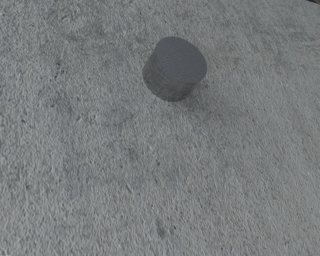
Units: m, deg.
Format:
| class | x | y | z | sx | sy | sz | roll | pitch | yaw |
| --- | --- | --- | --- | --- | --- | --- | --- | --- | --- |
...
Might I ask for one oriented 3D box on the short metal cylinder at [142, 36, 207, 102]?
| class | x | y | z | sx | sy | sz | roll | pitch | yaw |
| --- | --- | --- | --- | --- | --- | --- | --- | --- | --- |
| short metal cylinder | 0.021 | -0.085 | 0.450 | 0.081 | 0.050 | 0.080 | 13 | 56 | -21 |
